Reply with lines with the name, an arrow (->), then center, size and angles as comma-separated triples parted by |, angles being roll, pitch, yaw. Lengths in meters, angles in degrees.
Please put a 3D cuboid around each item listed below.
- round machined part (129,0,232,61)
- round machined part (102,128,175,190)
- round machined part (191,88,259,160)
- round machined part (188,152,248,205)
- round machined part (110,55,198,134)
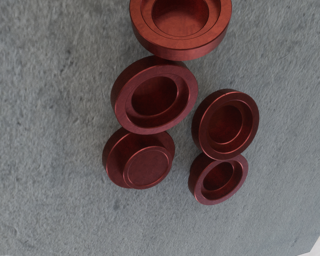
round machined part -> 0.020, -0.111, 0.316 | 0.098, 0.098, 0.042 | -32, 165, -8
round machined part -> -0.023, 0.042, 0.411 | 0.099, 0.042, 0.097 | -14, 125, -21
round machined part -> 0.086, -0.008, 0.433 | 0.099, 0.042, 0.097 | -9, 112, -23
round machined part -> 0.087, 0.071, 0.489 | 0.099, 0.042, 0.097 | -14, 125, -21
round machined part -> -0.009, -0.042, 0.358 | 0.099, 0.042, 0.097 | -15, 137, -15
